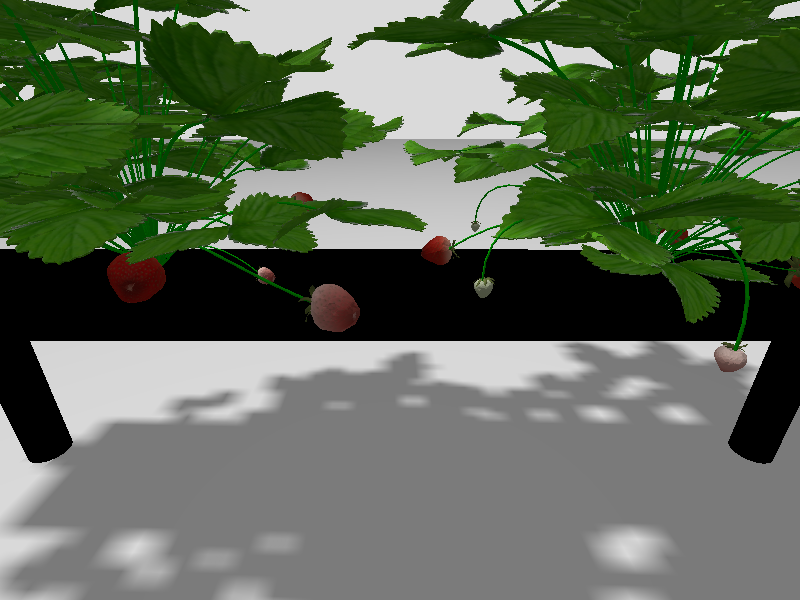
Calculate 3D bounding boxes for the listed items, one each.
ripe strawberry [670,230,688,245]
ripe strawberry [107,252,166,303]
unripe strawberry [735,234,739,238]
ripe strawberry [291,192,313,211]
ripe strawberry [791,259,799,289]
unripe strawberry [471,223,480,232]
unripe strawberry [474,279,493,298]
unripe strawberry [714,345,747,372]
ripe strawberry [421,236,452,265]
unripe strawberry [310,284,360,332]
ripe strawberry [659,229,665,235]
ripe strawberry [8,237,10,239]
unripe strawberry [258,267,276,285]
[{"bbox_3d":[0.305,-0.071,0.440,0.020,0.023,0.022,22,31,40],"label":"ripe strawberry"},{"bbox_3d":[-0.198,-0.016,0.301,0.037,0.039,0.040,-9,26,-19],"label":"ripe strawberry"},{"bbox_3d":[0.403,-0.085,0.456,0.035,0.036,0.032,-12,27,-27],"label":"unripe strawberry"},{"bbox_3d":[-0.130,-0.125,0.540,0.036,0.041,0.040,11,26,24],"label":"ripe strawberry"},{"bbox_3d":[0.332,-0.021,0.313,0.035,0.034,0.038,12,27,24],"label":"ripe strawberry"},{"bbox_3d":[0.089,-0.087,0.475,0.010,0.011,0.011,20,30,37],"label":"unripe strawberry"},{"bbox_3d":[0.066,-0.009,0.313,0.015,0.015,0.014,-9,25,-19],"label":"unripe strawberry"},{"bbox_3d":[0.179,0.033,0.218,0.014,0.015,0.015,6,25,14],"label":"unripe strawberry"},{"bbox_3d":[0.035,-0.047,0.383,0.030,0.029,0.027,-6,23,9],"label":"ripe strawberry"},{"bbox_3d":[-0.041,0.006,0.254,0.031,0.032,0.029,15,28,30],"label":"unripe strawberry"},{"bbox_3d":[0.307,-0.086,0.481,0.021,0.019,0.019,15,6,30],"label":"ripe strawberry"},{"bbox_3d":[-0.404,-0.075,0.430,0.037,0.038,0.034,-1,21,24],"label":"ripe strawberry"},{"bbox_3d":[-0.111,-0.019,0.334,0.014,0.015,0.013,20,28,10],"label":"unripe strawberry"}]
